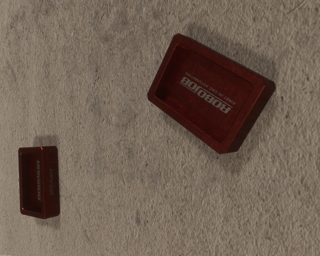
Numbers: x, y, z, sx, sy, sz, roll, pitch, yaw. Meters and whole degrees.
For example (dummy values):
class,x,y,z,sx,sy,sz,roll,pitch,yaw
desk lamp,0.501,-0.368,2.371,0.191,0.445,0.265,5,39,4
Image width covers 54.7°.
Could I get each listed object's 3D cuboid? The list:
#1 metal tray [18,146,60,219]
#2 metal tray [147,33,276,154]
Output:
class,x,y,z,sx,sy,sz,roll,pitch,yaw
metal tray,-0.231,0.100,0.588,0.090,0.030,0.129,-5,87,39
metal tray,0.052,-0.042,0.357,0.130,0.030,0.089,39,114,32
